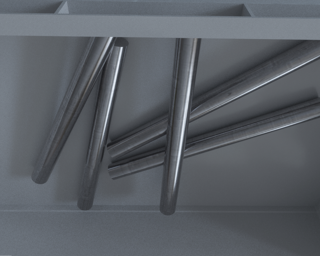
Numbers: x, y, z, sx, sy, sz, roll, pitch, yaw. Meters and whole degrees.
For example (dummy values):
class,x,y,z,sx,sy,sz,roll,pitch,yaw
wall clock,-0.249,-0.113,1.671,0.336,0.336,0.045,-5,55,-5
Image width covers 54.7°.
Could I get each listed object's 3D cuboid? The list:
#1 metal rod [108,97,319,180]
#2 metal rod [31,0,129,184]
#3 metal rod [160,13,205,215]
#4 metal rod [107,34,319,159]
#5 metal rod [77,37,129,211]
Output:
class,x,y,z,sx,sy,sz,roll,pitch,yaw
metal rod,0.066,0.019,0.425,0.301,0.025,0.025,-19,128,15
metal rod,-0.111,-0.017,0.377,0.025,0.025,0.298,22,131,-18
metal rod,0.020,0.011,0.384,0.025,0.025,0.298,2,130,-2
metal rod,0.059,-0.031,0.382,0.300,0.025,0.025,-27,125,20
metal rod,-0.085,0.017,0.422,0.025,0.025,0.298,12,129,-10
